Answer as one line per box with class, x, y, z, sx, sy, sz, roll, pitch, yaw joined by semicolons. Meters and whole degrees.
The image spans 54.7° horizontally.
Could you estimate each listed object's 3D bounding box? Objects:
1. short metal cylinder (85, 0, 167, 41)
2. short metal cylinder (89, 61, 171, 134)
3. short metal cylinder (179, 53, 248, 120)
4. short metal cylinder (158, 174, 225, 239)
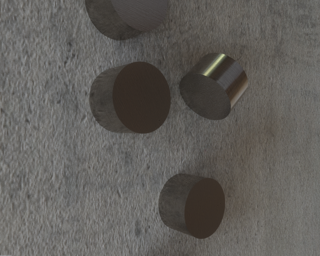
short metal cylinder;-0.038;-0.147;0.358;0.081;0.050;0.079;0;90;-40
short metal cylinder;-0.034;-0.034;0.362;0.081;0.050;0.079;0;90;-40
short metal cylinder;0.075;-0.057;0.434;0.050;0.080;0.080;-49;119;-29
short metal cylinder;0.045;0.106;0.429;0.081;0.050;0.079;0;90;-40
